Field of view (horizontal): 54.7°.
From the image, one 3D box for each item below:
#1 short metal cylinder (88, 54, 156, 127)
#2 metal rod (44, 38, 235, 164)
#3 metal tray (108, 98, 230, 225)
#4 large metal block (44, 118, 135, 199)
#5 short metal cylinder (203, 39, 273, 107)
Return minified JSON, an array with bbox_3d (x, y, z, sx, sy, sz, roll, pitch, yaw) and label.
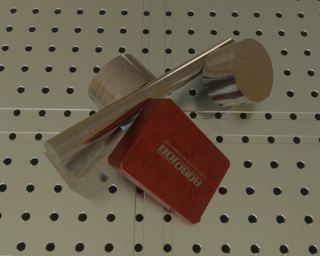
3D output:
[{"bbox_3d":[-0.044,-0.048,0.399,0.080,0.080,0.050,-42,76,-14],"label":"short metal cylinder"},{"bbox_3d":[0.001,-0.049,0.373,0.025,0.025,0.302,45,55,14],"label":"metal rod"},{"bbox_3d":[0.017,0.039,0.353,0.130,0.030,0.090,44,70,-30],"label":"metal tray"},{"bbox_3d":[-0.076,0.034,0.368,0.080,0.080,0.050,-38,75,-13],"label":"large metal block"},{"bbox_3d":[0.102,-0.070,0.404,0.081,0.050,0.080,3,84,-37],"label":"short metal cylinder"}]
